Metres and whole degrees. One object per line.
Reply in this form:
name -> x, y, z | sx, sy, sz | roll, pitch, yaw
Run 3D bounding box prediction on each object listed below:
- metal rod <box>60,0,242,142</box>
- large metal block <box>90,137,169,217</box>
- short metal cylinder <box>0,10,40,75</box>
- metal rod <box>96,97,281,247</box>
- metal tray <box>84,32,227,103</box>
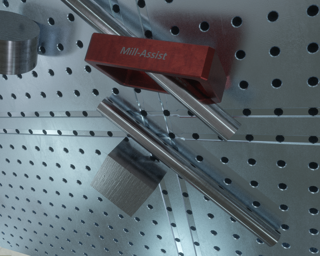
metal rod -> -0.033, -0.093, 0.349 | 0.300, 0.025, 0.025 | 41, 129, 8
large metal block -> -0.047, 0.074, 0.466 | 0.080, 0.050, 0.080 | 37, 129, 3
short metal cylinder -> -0.205, -0.115, 0.413 | 0.080, 0.080, 0.050 | 30, 128, 8
metal rod -> 0.038, 0.059, 0.427 | 0.300, 0.025, 0.025 | 38, 129, 2
metal tray -> -0.001, -0.062, 0.332 | 0.130, 0.090, 0.030 | 13, 85, 21
